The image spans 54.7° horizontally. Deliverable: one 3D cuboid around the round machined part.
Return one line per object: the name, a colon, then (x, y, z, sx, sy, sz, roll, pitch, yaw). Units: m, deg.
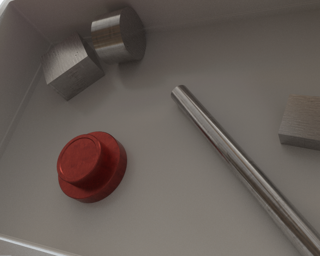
round machined part: (-0.097, 0.047, 0.415, 0.098, 0.042, 0.098, -13, 56, 20)

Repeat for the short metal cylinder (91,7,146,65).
short metal cylinder: (-0.063, -0.144, 0.490, 0.050, 0.080, 0.080, -6, 59, 25)

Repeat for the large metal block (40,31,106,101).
large metal block: (-0.151, -0.106, 0.532, 0.080, 0.050, 0.080, -34, 52, 6)

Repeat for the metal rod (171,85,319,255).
metal rod: (0.093, 0.048, 0.326, 0.025, 0.025, 0.300, -37, 51, 3)

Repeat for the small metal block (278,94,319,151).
small metal block: (0.158, -0.006, 0.326, 0.050, 0.025, 0.050, 11, 67, 32)
